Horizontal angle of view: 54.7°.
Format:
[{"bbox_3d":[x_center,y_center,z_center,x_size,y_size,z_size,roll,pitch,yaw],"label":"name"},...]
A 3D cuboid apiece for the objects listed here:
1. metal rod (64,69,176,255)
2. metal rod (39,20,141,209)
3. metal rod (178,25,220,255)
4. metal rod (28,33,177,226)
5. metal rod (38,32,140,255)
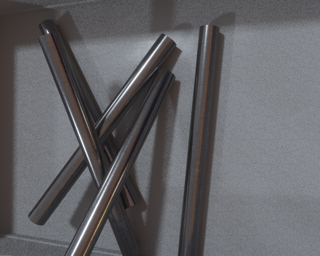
[{"bbox_3d":[-0.052,0.058,0.364,0.025,0.025,0.300,19,71,19],"label":"metal rod"},{"bbox_3d":[-0.105,-0.025,0.447,0.025,0.025,0.299,-30,80,17],"label":"metal rod"},{"bbox_3d":[0.048,0.023,0.393,0.025,0.025,0.298,6,92,20],"label":"metal rod"},{"bbox_3d":[-0.077,0.004,0.413,0.025,0.025,0.299,37,92,16],"label":"metal rod"},{"bbox_3d":[-0.084,0.031,0.390,0.025,0.025,0.298,-14,103,19],"label":"metal rod"}]
